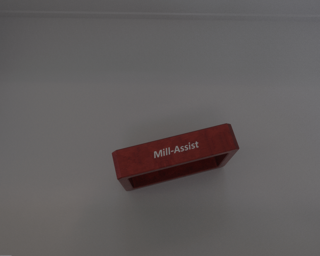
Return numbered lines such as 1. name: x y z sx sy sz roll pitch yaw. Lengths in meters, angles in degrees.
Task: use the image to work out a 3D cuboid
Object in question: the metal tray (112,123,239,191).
1. metal tray: 0.017 0.037 0.361 0.131 0.090 0.030 -14 71 -5
